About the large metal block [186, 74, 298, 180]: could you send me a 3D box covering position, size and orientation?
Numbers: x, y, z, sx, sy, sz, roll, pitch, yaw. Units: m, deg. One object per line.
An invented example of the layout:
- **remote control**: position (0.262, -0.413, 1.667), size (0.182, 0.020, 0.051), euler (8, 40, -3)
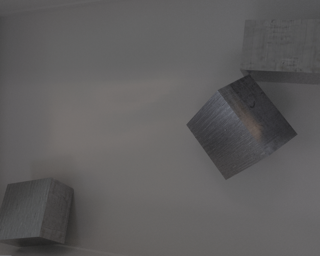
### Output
- **large metal block**: position (0.086, 0.001, 0.345), size (0.080, 0.050, 0.080), euler (55, 150, 11)

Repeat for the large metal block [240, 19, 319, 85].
- **large metal block**: position (0.134, -0.079, 0.334), size (0.080, 0.080, 0.050), euler (6, 92, 20)

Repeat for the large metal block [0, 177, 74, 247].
- **large metal block**: position (-0.179, 0.122, 0.443), size (0.080, 0.050, 0.080), euler (-11, 57, 19)
